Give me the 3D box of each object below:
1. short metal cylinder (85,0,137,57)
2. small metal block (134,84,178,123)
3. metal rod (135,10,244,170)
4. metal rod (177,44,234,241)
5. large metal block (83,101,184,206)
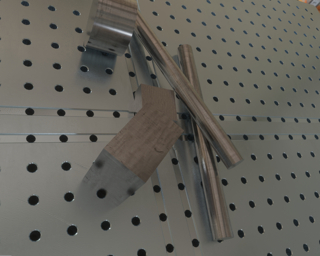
[{"bbox_3d":[-0.069,-0.144,0.425,0.050,0.080,0.080,12,57,-22],"label":"short metal cylinder"},{"bbox_3d":[-0.006,-0.029,0.424,0.050,0.025,0.050,9,58,-24],"label":"small metal block"},{"bbox_3d":[0.023,-0.073,0.445,0.025,0.025,0.299,-16,64,-35],"label":"metal rod"},{"bbox_3d":[0.058,0.002,0.440,0.025,0.025,0.299,7,59,-25],"label":"metal rod"},{"bbox_3d":[-0.030,0.029,0.340,0.050,0.080,0.080,40,51,-1],"label":"large metal block"}]
